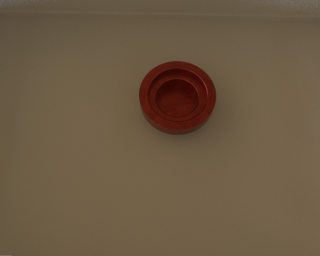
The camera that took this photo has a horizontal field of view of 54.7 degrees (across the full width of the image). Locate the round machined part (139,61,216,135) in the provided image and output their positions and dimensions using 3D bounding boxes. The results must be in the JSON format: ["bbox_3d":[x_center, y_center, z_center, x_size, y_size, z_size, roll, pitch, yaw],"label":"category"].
[{"bbox_3d":[0.022,-0.037,0.414,0.099,0.042,0.098,0,70,-1],"label":"round machined part"}]
